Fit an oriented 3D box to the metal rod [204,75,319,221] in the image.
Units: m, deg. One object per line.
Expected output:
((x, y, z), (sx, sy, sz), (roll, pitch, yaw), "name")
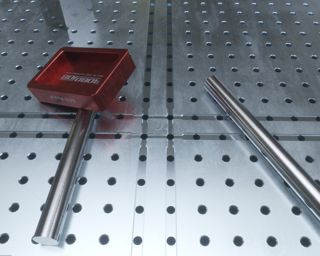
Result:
((0.143, 0.034, 0.379), (0.025, 0.025, 0.300), (-21, 53, -17), "metal rod")

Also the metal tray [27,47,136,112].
((-0.110, -0.073, 0.434), (0.130, 0.030, 0.090), (10, 55, 30), "metal tray")

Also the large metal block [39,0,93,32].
((-0.174, -0.239, 0.571), (0.050, 0.080, 0.080), (22, 53, 17), "large metal block")

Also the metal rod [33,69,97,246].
((-0.102, -0.001, 0.407), (0.025, 0.025, 0.300), (4, 50, 3), "metal rod")
